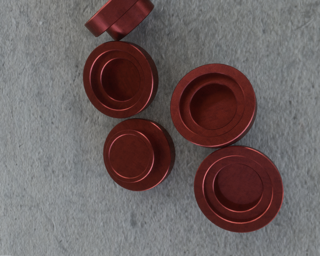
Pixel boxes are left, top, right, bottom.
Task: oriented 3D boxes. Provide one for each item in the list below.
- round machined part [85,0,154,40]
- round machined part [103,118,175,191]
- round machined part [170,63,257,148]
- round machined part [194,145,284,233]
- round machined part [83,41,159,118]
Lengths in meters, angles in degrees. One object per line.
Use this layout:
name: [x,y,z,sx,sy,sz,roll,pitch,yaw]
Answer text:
round machined part: [-0.046,-0.149,0.396,0.098,0.098,0.042,-37,114,16]
round machined part: [-0.033,0.036,0.411,0.098,0.042,0.097,0,90,19]
round machined part: [0.065,-0.024,0.371,0.098,0.042,0.097,-4,79,21]
round machined part: [0.093,0.069,0.367,0.098,0.042,0.097,0,90,19]
round machined part: [-0.048,-0.064,0.409,0.098,0.042,0.097,5,104,19]
